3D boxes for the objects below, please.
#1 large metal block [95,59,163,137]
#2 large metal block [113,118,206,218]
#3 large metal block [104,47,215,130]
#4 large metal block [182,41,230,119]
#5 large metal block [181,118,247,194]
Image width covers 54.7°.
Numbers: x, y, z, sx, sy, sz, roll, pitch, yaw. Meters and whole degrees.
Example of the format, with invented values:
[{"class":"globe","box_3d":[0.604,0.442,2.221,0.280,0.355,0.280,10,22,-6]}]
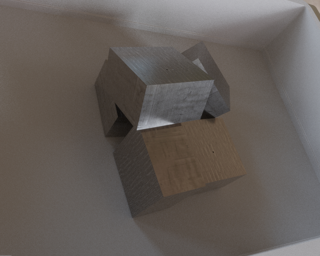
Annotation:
[{"class":"large metal block","box_3d":[-0.031,-0.036,0.395,0.081,0.050,0.080,-1,62,-29]},{"class":"large metal block","box_3d":[-0.005,0.044,0.340,0.050,0.080,0.080,-7,65,-32]},{"class":"large metal block","box_3d":[-0.004,-0.047,0.332,0.081,0.050,0.080,-10,42,-32]},{"class":"large metal block","box_3d":[0.054,-0.062,0.424,0.080,0.050,0.080,54,26,-20]},{"class":"large metal block","box_3d":[0.049,0.036,0.391,0.081,0.050,0.080,-6,65,-31]}]
